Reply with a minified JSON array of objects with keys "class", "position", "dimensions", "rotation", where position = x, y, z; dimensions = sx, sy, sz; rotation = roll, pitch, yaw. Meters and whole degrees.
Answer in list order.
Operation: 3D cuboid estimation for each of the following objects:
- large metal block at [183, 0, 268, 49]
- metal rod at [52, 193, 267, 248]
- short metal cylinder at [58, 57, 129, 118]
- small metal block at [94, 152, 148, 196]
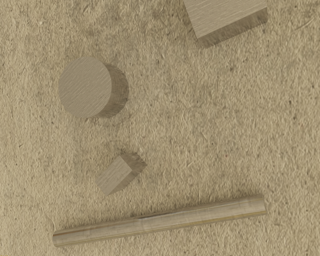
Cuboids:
[{"class":"large metal block","position":[0.074,-0.153,0.369],"dimensions":[0.080,0.050,0.080],"rotation":[-21,83,18]},{"class":"metal rod","position":[-0.014,0.127,0.412],"dimensions":[0.301,0.025,0.025],"rotation":[-15,85,19]},{"class":"short metal cylinder","position":[-0.090,-0.053,0.426],"dimensions":[0.080,0.050,0.079],"rotation":[0,90,19]},{"class":"small metal block","position":[-0.051,0.060,0.412],"dimensions":[0.050,0.050,0.025],"rotation":[-46,76,14]}]
